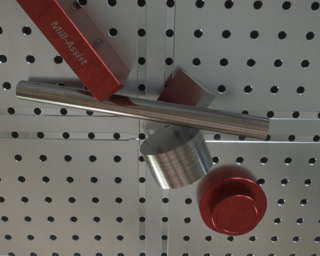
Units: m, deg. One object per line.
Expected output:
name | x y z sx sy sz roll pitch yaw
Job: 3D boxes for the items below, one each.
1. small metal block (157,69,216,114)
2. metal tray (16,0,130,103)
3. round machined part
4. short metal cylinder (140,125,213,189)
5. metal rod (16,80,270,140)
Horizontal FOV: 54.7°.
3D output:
small metal block | 0.032 -0.036 0.386 0.050 0.025 0.050 -52 58 15
metal tray | -0.088 -0.097 0.341 0.030 0.090 0.130 -34 107 11
round machined part | 0.106 0.115 0.449 0.099 0.042 0.097 0 110 -1
short metal cylinder | 0.021 0.033 0.397 0.080 0.080 0.050 -21 109 7
metal rod | -0.030 -0.024 0.365 0.301 0.025 0.025 10 111 11
